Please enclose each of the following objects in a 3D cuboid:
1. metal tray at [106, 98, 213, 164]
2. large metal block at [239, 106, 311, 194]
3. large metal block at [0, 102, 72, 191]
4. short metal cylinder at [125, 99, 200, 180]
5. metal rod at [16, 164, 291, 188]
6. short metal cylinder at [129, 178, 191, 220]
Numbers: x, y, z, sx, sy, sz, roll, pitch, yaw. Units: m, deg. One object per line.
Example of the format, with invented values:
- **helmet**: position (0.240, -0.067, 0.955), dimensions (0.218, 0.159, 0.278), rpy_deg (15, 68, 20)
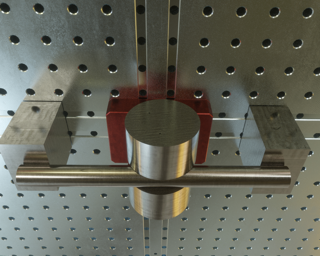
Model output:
- **metal tray**: position (-0.001, 0.006, 0.413), dimensions (0.131, 0.030, 0.089), rpy_deg (1, 130, -1)
- **large metal block**: position (0.141, 0.028, 0.399), dimensions (0.050, 0.080, 0.079), rpy_deg (1, 130, -1)
- **large metal block**: position (-0.152, 0.022, 0.391), dimensions (0.050, 0.080, 0.079), rpy_deg (1, 130, -1)
- **short metal cylinder**: position (0.002, 0.011, 0.346), dimensions (0.081, 0.080, 0.050), rpy_deg (1, 130, -1)
- **metal rod**: position (-0.006, 0.055, 0.352), dimensions (0.302, 0.025, 0.025), rpy_deg (0, 130, -1)
- **short metal cylinder**: position (0.000, 0.068, 0.394), dimensions (0.081, 0.080, 0.050), rpy_deg (1, 130, -1)
